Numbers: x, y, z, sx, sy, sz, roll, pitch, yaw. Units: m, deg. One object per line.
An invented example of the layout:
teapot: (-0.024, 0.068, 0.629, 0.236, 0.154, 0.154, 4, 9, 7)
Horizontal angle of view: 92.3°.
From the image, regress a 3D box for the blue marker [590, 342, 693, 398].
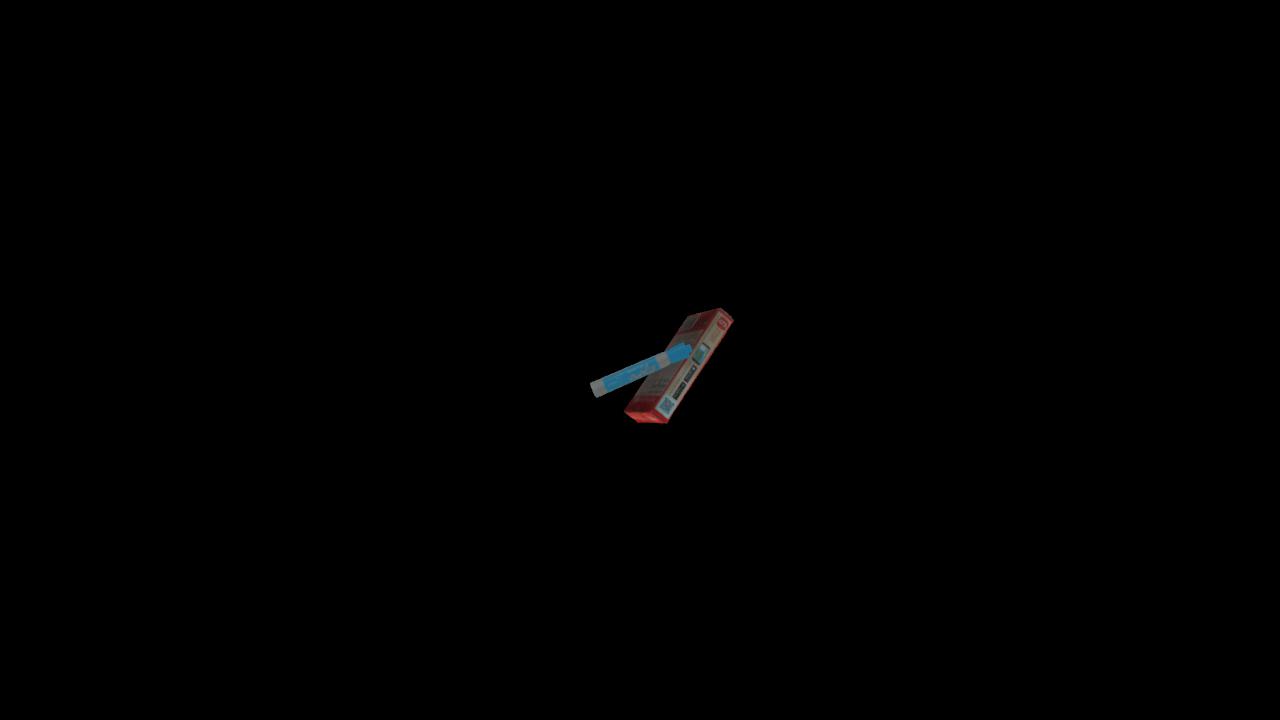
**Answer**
blue marker: (0.002, 0.010, 0.692, 0.121, 0.020, 0.020, -24, 0, 0)

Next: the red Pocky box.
red Pocky box: (0.045, 0.008, 0.738, 0.028, 0.155, 0.083, 40, -18, -17)
